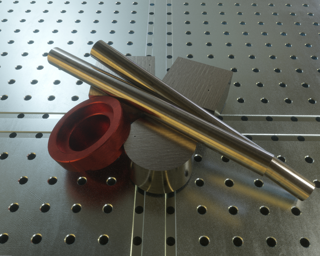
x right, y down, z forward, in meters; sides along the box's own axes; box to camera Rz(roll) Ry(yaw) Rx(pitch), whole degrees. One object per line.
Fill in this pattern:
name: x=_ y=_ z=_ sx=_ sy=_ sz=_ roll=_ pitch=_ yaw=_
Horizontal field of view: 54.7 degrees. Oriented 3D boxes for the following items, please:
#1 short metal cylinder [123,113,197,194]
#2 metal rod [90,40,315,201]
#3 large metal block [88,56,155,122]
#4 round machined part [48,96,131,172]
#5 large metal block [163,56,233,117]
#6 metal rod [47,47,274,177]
short metal cylinder: x=0.000 y=0.029 z=0.361 sx=0.081 sy=0.050 sz=0.080 roll=0 pitch=50 yaw=0
metal rod: x=0.042 y=-0.014 z=0.366 sx=0.300 sy=0.025 sz=0.025 roll=35 pitch=57 yaw=9
large metal block: x=-0.048 y=-0.055 z=0.428 sx=0.081 sy=0.050 sz=0.080 roll=1 pitch=50 yaw=0
round machined part: x=-0.078 y=0.011 z=0.367 sx=0.098 sy=0.042 sz=0.098 roll=-16 pitch=44 yaw=17
large metal block: x=0.046 y=-0.045 z=0.423 sx=0.080 sy=0.050 sz=0.080 roll=19 pitch=53 yaw=15
metal rod: x=-0.016 y=-0.029 z=0.360 sx=0.300 sy=0.025 sz=0.025 roll=28 pitch=56 yaw=20
